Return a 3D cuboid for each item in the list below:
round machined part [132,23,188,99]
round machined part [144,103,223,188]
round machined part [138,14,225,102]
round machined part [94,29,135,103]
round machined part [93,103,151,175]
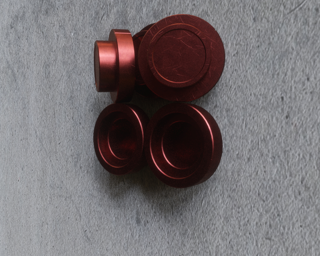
[{"bbox_3d":[-0.010,-0.088,0.401,0.098,0.042,0.097,0,90,39],"label":"round machined part"},{"bbox_3d":[0.031,0.020,0.368,0.098,0.042,0.097,0,90,39],"label":"round machined part"},{"bbox_3d":[0.023,-0.078,0.346,0.099,0.042,0.097,1,95,8],"label":"round machined part"},{"bbox_3d":[-0.064,-0.082,0.415,0.098,0.042,0.097,177,89,-73],"label":"round machined part"},{"bbox_3d":[-0.045,0.015,0.430,0.098,0.042,0.097,0,90,39],"label":"round machined part"}]
